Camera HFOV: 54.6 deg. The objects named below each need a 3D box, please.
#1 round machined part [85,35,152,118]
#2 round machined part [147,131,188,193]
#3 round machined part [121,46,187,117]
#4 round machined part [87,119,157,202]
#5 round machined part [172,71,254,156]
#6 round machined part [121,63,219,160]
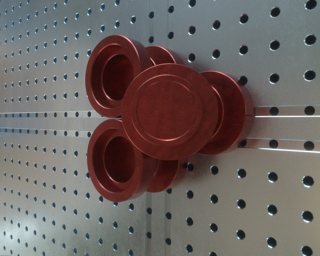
[{"bbox_3d":[-0.045,-0.061,0.381,0.098,0.042,0.097,0,90,40],"label":"round machined part"},{"bbox_3d":[-0.015,0.037,0.412,0.098,0.042,0.097,0,90,40],"label":"round machined part"},{"bbox_3d":[-0.015,-0.061,0.413,0.098,0.042,0.097,0,90,40],"label":"round machined part"},{"bbox_3d":[-0.042,0.038,0.379,0.098,0.042,0.097,0,90,40],"label":"round machined part"},{"bbox_3d":[0.053,-0.017,0.356,0.098,0.042,0.097,0,90,40],"label":"round machined part"},{"bbox_3d":[0.009,-0.016,0.309,0.098,0.042,0.097,0,90,8],"label":"round machined part"}]
